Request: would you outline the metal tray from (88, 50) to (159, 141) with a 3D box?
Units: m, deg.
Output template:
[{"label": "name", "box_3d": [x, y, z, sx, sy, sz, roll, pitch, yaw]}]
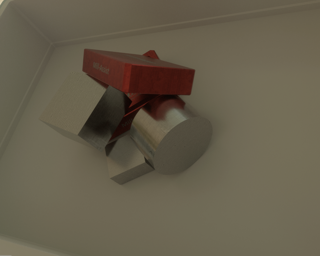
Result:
[{"label": "metal tray", "box_3d": [-0.046, -0.047, 0.451, 0.130, 0.030, 0.090, -30, 52, 8]}]

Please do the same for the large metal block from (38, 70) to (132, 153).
[{"label": "large metal block", "box_3d": [-0.098, -0.024, 0.411, 0.080, 0.050, 0.080, 18, 71, 34]}]

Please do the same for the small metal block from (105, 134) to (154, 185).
[{"label": "small metal block", "box_3d": [-0.040, 0.038, 0.400, 0.050, 0.025, 0.050, -26, 53, 12]}]

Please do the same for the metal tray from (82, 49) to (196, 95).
[{"label": "metal tray", "box_3d": [-0.031, -0.071, 0.383, 0.130, 0.091, 0.030, 31, 117, 52]}]

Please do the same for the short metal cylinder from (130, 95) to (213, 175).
[{"label": "short metal cylinder", "box_3d": [0.013, 0.007, 0.357, 0.080, 0.080, 0.050, -43, 51, -2]}]
